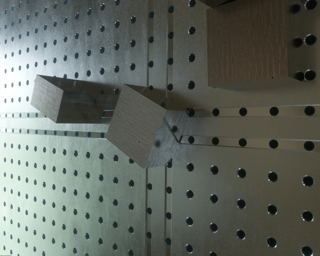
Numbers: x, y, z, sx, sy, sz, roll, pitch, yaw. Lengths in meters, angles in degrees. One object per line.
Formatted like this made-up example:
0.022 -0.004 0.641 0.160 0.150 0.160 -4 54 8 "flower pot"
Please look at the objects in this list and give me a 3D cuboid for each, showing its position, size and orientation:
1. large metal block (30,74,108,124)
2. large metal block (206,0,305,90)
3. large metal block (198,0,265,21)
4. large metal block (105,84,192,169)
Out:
-0.145 -0.045 0.495 0.080 0.081 0.050 29 108 36 "large metal block"
0.096 -0.084 0.315 0.080 0.050 0.080 -2 89 40 "large metal block"
0.088 -0.152 0.301 0.080 0.081 0.050 -8 85 40 "large metal block"
-0.017 -0.004 0.409 0.080 0.050 0.080 34 111 35 "large metal block"
